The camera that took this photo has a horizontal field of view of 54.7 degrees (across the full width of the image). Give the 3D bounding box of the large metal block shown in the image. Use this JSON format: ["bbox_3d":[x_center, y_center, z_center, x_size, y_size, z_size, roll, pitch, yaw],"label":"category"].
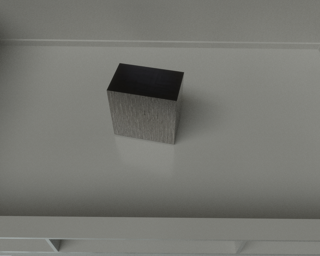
[{"bbox_3d":[-0.016,-0.029,0.391,0.080,0.080,0.050,9,51,7],"label":"large metal block"}]
